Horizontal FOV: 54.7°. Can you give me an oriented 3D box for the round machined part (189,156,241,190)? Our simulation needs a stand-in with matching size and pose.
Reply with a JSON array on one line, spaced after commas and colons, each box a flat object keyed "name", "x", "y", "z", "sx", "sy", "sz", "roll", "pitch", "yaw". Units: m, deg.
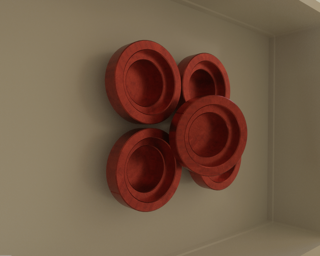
[{"name": "round machined part", "x": 0.074, "y": 0.040, "z": 0.458, "sx": 0.099, "sy": 0.042, "sz": 0.097, "roll": 0, "pitch": 90, "yaw": -40}]

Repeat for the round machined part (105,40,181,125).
[{"name": "round machined part", "x": -0.024, "y": -0.053, "z": 0.375, "sx": 0.099, "sy": 0.042, "sz": 0.097, "roll": 0, "pitch": 90, "yaw": -40}]

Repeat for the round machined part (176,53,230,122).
[{"name": "round machined part", "x": 0.053, "y": -0.054, "z": 0.440, "sx": 0.099, "sy": 0.042, "sz": 0.097, "roll": 0, "pitch": 90, "yaw": -40}]

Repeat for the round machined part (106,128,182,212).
[{"name": "round machined part", "x": -0.023, "y": 0.048, "z": 0.376, "sx": 0.099, "sy": 0.042, "sz": 0.097, "roll": 0, "pitch": 90, "yaw": -40}]

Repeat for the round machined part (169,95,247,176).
[{"name": "round machined part", "x": 0.056, "y": 0.008, "z": 0.387, "sx": 0.099, "sy": 0.042, "sz": 0.097, "roll": -2, "pitch": 96, "yaw": -22}]
